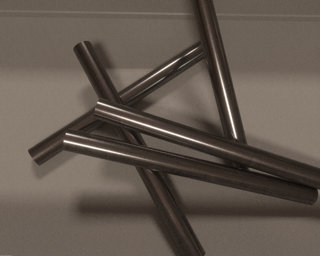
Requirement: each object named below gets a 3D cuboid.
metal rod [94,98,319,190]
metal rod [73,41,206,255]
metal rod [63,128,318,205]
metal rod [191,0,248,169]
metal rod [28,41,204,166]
[{"bbox_3d":[0.071,0.023,0.366,0.302,0.025,0.025,18,71,-1],"label":"metal rod"},{"bbox_3d":[-0.031,0.021,0.382,0.025,0.025,0.299,-28,80,-10],"label":"metal rod"},{"bbox_3d":[0.042,0.048,0.362,0.302,0.025,0.025,14,70,-8],"label":"metal rod"},{"bbox_3d":[0.066,-0.094,0.377,0.025,0.025,0.298,-16,97,-6],"label":"metal rod"},{"bbox_3d":[-0.039,-0.046,0.425,0.301,0.025,0.025,-34,74,-12],"label":"metal rod"}]
